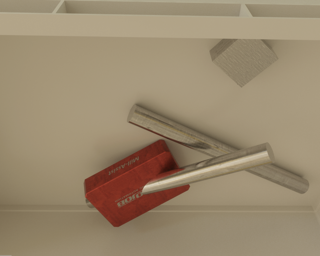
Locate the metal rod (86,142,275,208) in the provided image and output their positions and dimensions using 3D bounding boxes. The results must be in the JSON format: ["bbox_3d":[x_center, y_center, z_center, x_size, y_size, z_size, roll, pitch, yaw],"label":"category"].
[{"bbox_3d":[0.007,0.074,0.434,0.300,0.025,0.025,-21,128,31],"label":"metal rod"}]

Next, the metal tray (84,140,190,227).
[{"bbox_3d":[-0.032,0.083,0.453,0.130,0.030,0.090,-28,127,1],"label":"metal tray"}]

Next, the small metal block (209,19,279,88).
[{"bbox_3d":[0.092,-0.081,0.342,0.050,0.025,0.050,35,122,-26],"label":"small metal block"}]

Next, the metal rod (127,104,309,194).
[{"bbox_3d":[0.095,0.037,0.442,0.302,0.025,0.025,23,126,-19],"label":"metal rod"}]
